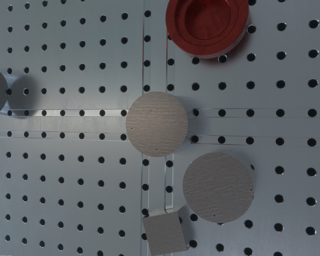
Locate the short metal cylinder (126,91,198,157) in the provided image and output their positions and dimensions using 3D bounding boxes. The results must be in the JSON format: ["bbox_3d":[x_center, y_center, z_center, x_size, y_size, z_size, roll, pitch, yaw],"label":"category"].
[{"bbox_3d":[0.003,-0.005,0.398,0.080,0.050,0.080,0,90,20],"label":"short metal cylinder"}]

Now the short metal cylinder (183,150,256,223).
[{"bbox_3d":[0.073,0.067,0.373,0.080,0.050,0.080,0,90,20],"label":"short metal cylinder"}]

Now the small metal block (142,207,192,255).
[{"bbox_3d":[0.010,0.136,0.409,0.050,0.025,0.050,-17,85,19],"label":"small metal block"}]

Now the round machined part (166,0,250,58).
[{"bbox_3d":[0.060,-0.134,0.382,0.098,0.042,0.097,0,90,20],"label":"round machined part"}]

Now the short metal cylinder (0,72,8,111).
[{"bbox_3d":[-0.290,-0.059,0.486,0.050,0.080,0.079,11,94,20],"label":"short metal cylinder"}]
